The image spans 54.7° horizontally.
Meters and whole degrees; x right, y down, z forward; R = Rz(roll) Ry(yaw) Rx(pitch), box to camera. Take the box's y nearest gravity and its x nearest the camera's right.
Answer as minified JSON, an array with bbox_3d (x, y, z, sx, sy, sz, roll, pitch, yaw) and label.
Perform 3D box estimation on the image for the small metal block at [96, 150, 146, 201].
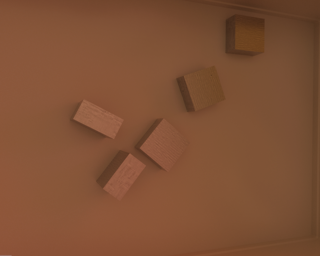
[{"bbox_3d":[-0.049,0.056,0.380,0.025,0.050,0.050,40,77,-16],"label":"small metal block"}]

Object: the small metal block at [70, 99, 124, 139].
[{"bbox_3d":[-0.077,-0.010,0.370,0.050,0.050,0.025,28,81,-18],"label":"small metal block"}]

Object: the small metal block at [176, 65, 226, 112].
[{"bbox_3d":[0.057,-0.055,0.433,0.050,0.025,0.050,-21,98,-19],"label":"small metal block"}]

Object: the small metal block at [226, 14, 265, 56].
[{"bbox_3d":[0.126,-0.136,0.458,0.050,0.025,0.050,1,90,-21],"label":"small metal block"}]

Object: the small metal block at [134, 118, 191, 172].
[{"bbox_3d":[0.003,0.022,0.413,0.050,0.025,0.050,42,77,-16],"label":"small metal block"}]
